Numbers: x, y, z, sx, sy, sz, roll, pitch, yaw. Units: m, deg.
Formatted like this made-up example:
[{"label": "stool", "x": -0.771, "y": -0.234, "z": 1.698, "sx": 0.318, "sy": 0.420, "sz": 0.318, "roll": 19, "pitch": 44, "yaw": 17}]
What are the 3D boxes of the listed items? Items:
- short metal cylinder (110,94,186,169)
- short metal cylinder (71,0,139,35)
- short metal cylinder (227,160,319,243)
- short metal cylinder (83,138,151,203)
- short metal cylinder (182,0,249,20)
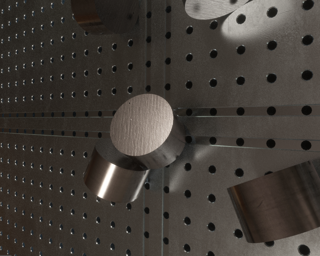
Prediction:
[{"label": "short metal cylinder", "x": -0.013, "y": 0.005, "z": 0.381, "sx": 0.080, "sy": 0.050, "sz": 0.080, "roll": -9, "pitch": 63, "yaw": 19}, {"label": "short metal cylinder", "x": -0.075, "y": -0.172, "z": 0.433, "sx": 0.050, "sy": 0.081, "sz": 0.079, "roll": 11, "pitch": 97, "yaw": 39}, {"label": "short metal cylinder", "x": 0.108, "y": 0.067, "z": 0.283, "sx": 0.080, "sy": 0.081, "sz": 0.050, "roll": -29, "pitch": 72, "yaw": 36}, {"label": "short metal cylinder", "x": -0.056, "y": 0.055, "z": 0.417, "sx": 0.080, "sy": 0.081, "sz": 0.050, "roll": 36, "pitch": 113, "yaw": 33}, {"label": "short metal cylinder", "x": 0.058, "y": -0.160, "z": 0.325, "sx": 0.080, "sy": 0.081, "sz": 0.050, "roll": -25, "pitch": 74, "yaw": 37}]
